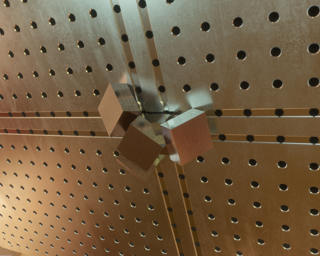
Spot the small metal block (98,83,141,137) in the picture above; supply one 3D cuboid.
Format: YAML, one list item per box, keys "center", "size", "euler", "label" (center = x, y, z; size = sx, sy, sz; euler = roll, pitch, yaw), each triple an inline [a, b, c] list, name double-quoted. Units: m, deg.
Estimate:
- center: [-0.055, -0.024, 0.410]
  size: [0.050, 0.025, 0.050]
  euler: [-55, 50, 39]
  label: "small metal block"

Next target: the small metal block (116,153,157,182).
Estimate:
- center: [-0.034, 0.052, 0.446]
  size: [0.050, 0.025, 0.050]
  euler: [38, 166, 2]
  label: "small metal block"

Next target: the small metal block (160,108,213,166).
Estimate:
- center: [0.034, 0.010, 0.381]
  size: [0.025, 0.050, 0.050]
  euler: [24, 136, 56]
  label: "small metal block"

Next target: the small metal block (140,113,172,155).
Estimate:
- center: [-0.007, 0.008, 0.420]
  size: [0.050, 0.025, 0.050]
  euler: [1, 122, 27]
  label: "small metal block"

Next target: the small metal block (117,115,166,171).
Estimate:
- center: [-0.021, 0.020, 0.403]
  size: [0.050, 0.025, 0.050]
  euler: [35, 129, 4]
  label: "small metal block"
